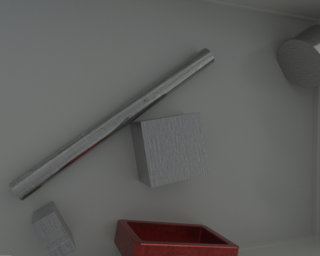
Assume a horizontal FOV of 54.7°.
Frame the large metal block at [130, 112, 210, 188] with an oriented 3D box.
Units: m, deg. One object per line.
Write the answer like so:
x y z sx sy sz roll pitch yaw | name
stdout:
0.012 0.025 0.403 0.081 0.050 0.079 -10 94 -20 | large metal block

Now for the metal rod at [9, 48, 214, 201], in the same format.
-0.048 -0.014 0.393 0.301 0.025 0.025 -37 102 -17 | metal rod

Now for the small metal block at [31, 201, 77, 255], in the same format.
-0.121 0.117 0.353 0.025 0.050 0.050 -29 100 -18 | small metal block

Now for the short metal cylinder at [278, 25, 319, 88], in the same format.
0.229 -0.107 0.468 0.050 0.080 0.080 -34 101 -17 | short metal cylinder

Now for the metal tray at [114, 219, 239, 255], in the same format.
0.018 0.145 0.383 0.131 0.090 0.030 10 87 -20 | metal tray
